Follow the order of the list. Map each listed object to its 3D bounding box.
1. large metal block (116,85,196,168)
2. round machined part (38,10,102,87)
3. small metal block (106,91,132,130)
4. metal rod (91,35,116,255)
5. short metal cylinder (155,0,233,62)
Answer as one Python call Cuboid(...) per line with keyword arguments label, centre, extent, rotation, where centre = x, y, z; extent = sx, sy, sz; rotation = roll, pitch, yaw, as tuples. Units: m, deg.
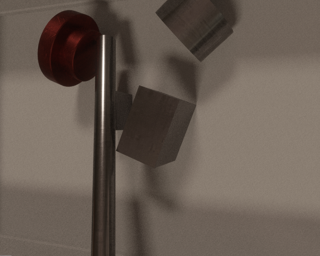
Cuboid(label="large metal block", centre=(-0.001, -0.002, 0.381), extent=(0.050, 0.080, 0.080), rotation=(22, 97, 18))
Cuboid(label="round machined part", centre=(-0.108, -0.100, 0.409), extent=(0.042, 0.098, 0.097), rotation=(24, 98, 18))
Cuboid(label="small metal block", centre=(-0.059, -0.022, 0.417), extent=(0.025, 0.050, 0.050), rotation=(-2, 90, 19))
Cuboid(label="metal rod", centre=(-0.064, 0.030, 0.355), extent=(0.025, 0.025, 0.299), rotation=(-9, 72, 19))
Cuboid(label="short metal cylinder", centre=(0.041, -0.125, 0.367), extent=(0.050, 0.080, 0.080), rotation=(-42, 77, 15))
